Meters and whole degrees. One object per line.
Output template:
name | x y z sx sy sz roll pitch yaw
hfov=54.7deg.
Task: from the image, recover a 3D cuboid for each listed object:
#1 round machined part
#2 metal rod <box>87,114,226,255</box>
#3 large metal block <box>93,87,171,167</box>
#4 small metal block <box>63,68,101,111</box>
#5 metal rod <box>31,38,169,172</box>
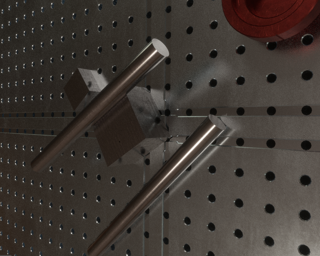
round machined part | 0.114 -0.133 0.303 0.098 0.042 0.097 0 90 39
metal rod | -0.019 0.095 0.422 0.298 0.025 0.025 -50 61 28
large metal block | -0.044 -0.002 0.427 0.080 0.050 0.080 -37 67 33
small metal block | -0.129 -0.063 0.513 0.050 0.025 0.050 -45 64 30
metal rod | -0.099 -0.014 0.423 0.299 0.025 0.025 -37 68 33
